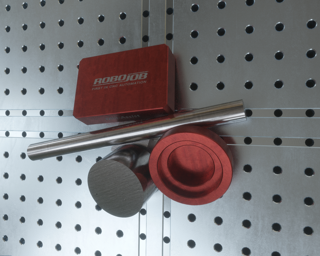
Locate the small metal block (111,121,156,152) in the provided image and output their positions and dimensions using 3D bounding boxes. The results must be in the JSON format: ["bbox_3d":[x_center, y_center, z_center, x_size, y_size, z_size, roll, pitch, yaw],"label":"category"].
[{"bbox_3d":[-0.035,0.015,0.433,0.050,0.025,0.050,19,96,18],"label":"small metal block"}]

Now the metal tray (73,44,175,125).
[{"bbox_3d":[-0.047,-0.056,0.411,0.130,0.030,0.090,-5,70,19],"label":"metal tray"}]

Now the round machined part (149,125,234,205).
[{"bbox_3d":[0.039,0.041,0.377,0.098,0.042,0.097,5,113,13],"label":"round machined part"}]

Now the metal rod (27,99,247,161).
[{"bbox_3d":[-0.044,0.007,0.400,0.301,0.025,0.025,-11,86,19],"label":"metal rod"}]

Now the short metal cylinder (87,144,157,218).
[{"bbox_3d":[-0.045,0.068,0.402,0.080,0.050,0.079,9,112,22],"label":"short metal cylinder"}]
